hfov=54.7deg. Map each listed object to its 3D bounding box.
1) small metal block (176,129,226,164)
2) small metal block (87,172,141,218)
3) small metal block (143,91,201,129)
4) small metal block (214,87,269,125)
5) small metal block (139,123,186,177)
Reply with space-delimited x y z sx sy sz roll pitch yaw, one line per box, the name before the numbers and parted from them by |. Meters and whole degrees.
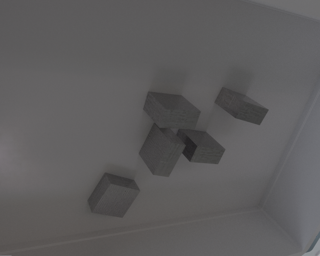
small metal block | 0.055 0.025 0.438 0.050 0.050 0.025 8 114 -32
small metal block | -0.064 0.094 0.432 0.050 0.025 0.050 23 106 -37
small metal block | 0.014 -0.022 0.386 0.050 0.050 0.025 3 117 -30
small metal block | 0.114 -0.031 0.435 0.050 0.050 0.025 13 112 -34
small metal block | 0.002 0.029 0.411 0.025 0.050 0.050 15 111 -34
